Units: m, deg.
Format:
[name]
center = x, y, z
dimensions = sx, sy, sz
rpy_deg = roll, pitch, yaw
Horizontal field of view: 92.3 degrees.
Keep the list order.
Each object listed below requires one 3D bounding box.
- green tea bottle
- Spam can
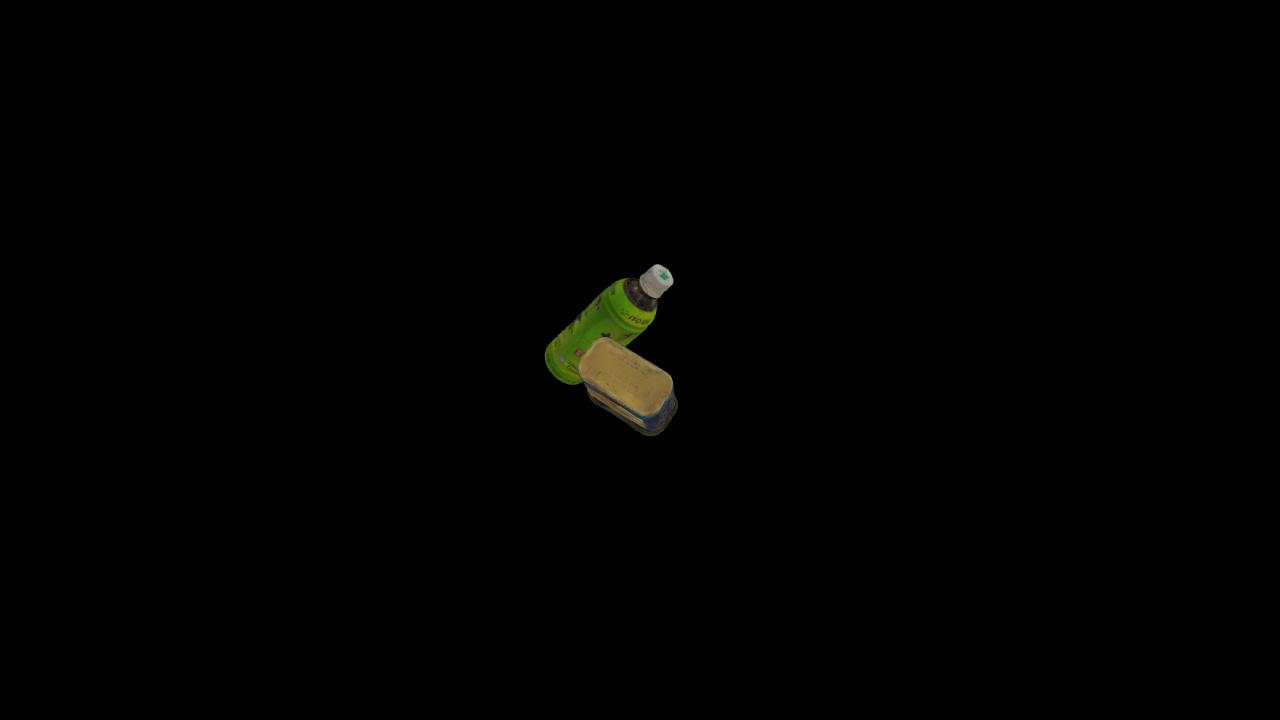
[green tea bottle]
center = -0.037, -0.046, 0.761
dimensions = 0.073, 0.073, 0.212
rpy_deg = 0, -31, -45
[Spam can]
center = -0.012, 0.028, 0.646
dimensions = 0.101, 0.058, 0.085
rpy_deg = 31, -13, 14
